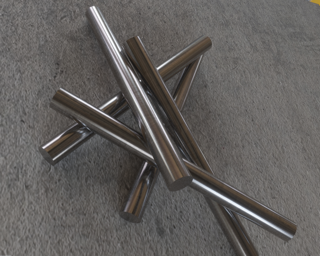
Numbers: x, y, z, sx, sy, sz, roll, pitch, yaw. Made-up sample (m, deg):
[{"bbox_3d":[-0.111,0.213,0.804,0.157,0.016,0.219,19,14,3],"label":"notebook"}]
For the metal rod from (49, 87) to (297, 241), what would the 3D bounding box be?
[{"bbox_3d":[0.020,0.043,0.342,0.301,0.025,0.025,30,52,-6],"label":"metal rod"}]

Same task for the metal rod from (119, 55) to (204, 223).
[{"bbox_3d":[0.014,-0.015,0.420,0.025,0.025,0.300,30,52,-9],"label":"metal rod"}]

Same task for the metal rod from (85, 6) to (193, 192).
[{"bbox_3d":[-0.039,-0.058,0.370,0.025,0.025,0.299,-5,49,-30],"label":"metal rod"}]

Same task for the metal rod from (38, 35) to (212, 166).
[{"bbox_3d":[-0.023,-0.053,0.406,0.025,0.025,0.302,46,56,4],"label":"metal rod"}]

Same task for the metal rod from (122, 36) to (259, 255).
[{"bbox_3d":[0.035,0.023,0.378,0.025,0.025,0.299,-25,85,-37],"label":"metal rod"}]
